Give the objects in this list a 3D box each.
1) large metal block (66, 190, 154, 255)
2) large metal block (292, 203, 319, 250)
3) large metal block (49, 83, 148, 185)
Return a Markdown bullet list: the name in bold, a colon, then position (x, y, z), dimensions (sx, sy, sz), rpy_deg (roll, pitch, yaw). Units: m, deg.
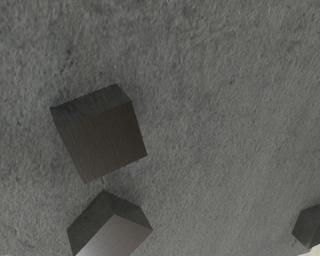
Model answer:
- **large metal block**: position (-0.071, 0.146, 0.444), dimensions (0.080, 0.050, 0.080), rpy_deg (-48, 129, 5)
- **large metal block**: position (0.377, 0.234, 0.746), dimensions (0.081, 0.050, 0.079), rpy_deg (-11, 123, -23)
- **large metal block**: position (-0.069, 0.006, 0.358), dimensions (0.081, 0.050, 0.080), rpy_deg (-24, 128, -14)
